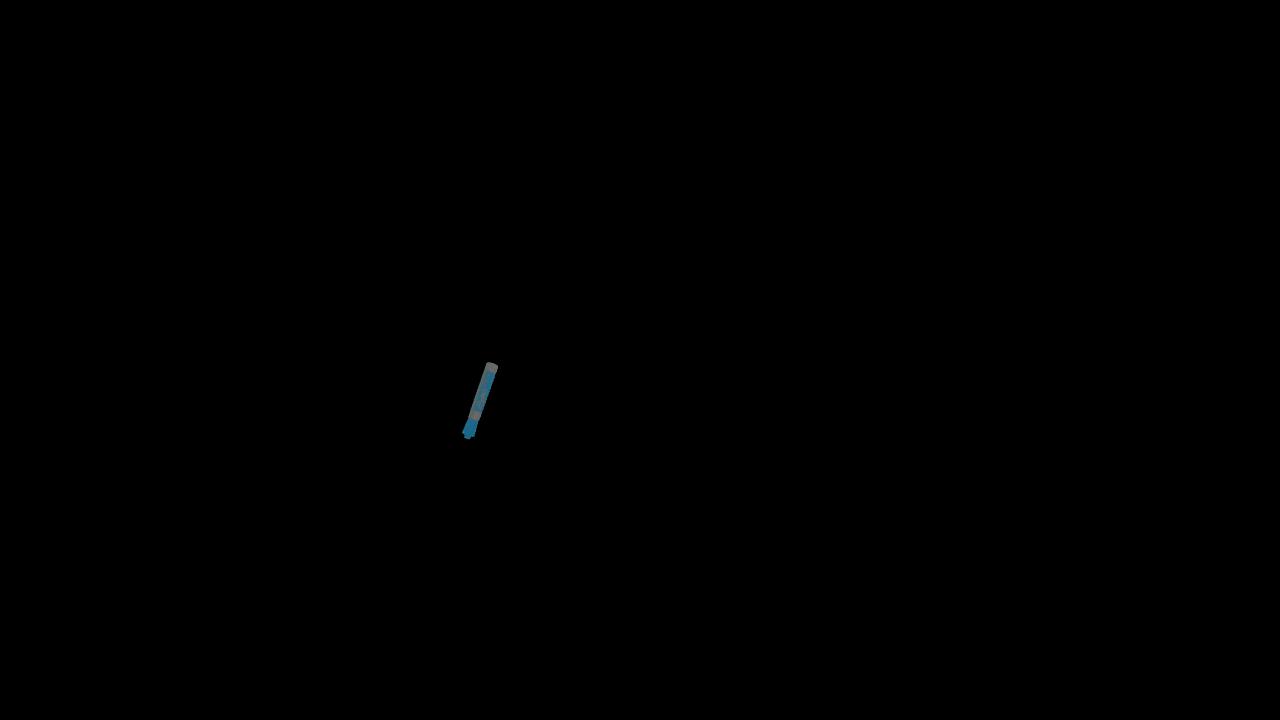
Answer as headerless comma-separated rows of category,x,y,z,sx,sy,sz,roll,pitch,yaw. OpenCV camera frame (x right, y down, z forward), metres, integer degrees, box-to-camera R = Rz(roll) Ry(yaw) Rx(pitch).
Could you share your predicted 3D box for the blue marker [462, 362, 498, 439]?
blue marker,-0.242,0.061,0.930,0.020,0.121,0.020,12,-22,5
